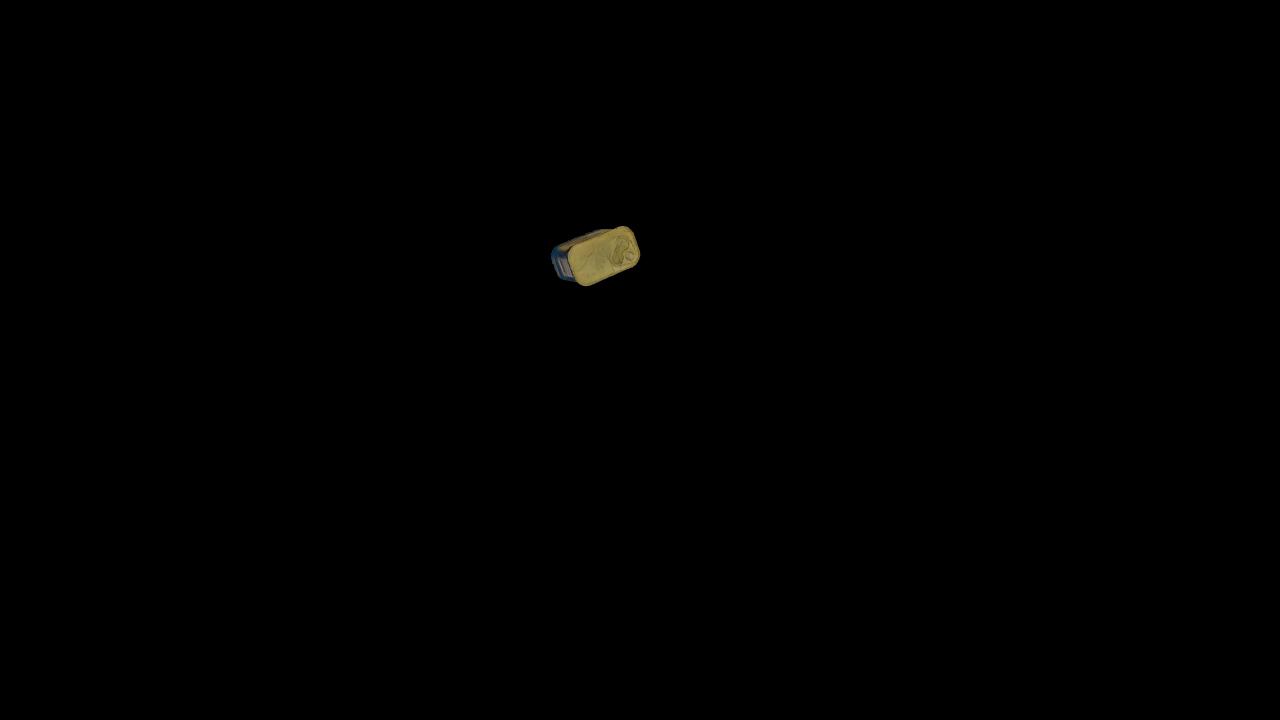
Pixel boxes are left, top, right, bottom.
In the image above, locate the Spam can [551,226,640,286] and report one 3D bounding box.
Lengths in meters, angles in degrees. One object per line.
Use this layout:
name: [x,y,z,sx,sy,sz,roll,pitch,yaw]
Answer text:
Spam can: [-0.064,-0.145,0.850,0.101,0.058,0.085,-26,21,-20]
